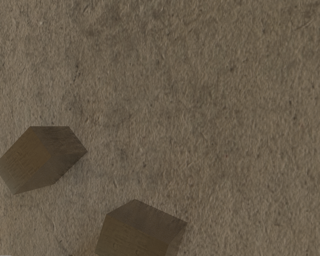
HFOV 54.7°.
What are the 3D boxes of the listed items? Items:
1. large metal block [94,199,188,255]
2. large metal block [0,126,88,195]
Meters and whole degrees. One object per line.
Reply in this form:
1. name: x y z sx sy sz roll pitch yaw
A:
1. large metal block: -0.020 0.136 0.386 0.080 0.080 0.050 20 97 18
2. large metal block: -0.165 0.042 0.436 0.080 0.080 0.050 -43 77 15
